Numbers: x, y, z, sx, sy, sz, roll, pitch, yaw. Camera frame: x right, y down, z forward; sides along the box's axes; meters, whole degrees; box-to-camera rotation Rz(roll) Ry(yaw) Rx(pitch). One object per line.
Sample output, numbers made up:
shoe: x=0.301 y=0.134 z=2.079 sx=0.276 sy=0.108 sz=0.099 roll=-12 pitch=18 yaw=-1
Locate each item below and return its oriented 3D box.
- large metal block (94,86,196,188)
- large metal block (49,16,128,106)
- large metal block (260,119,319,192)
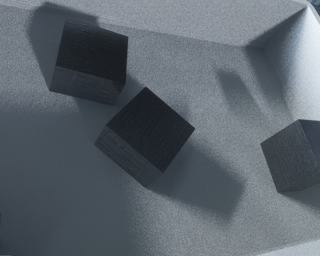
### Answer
large metal block: x=-0.017 y=0.010 z=0.374 sx=0.080 sy=0.050 sz=0.080 roll=41 pitch=51 yaw=-1
large metal block: x=-0.088 y=-0.083 z=0.392 sx=0.081 sy=0.050 sz=0.080 roll=13 pitch=57 yaw=-21
large metal block: x=0.205 y=0.042 z=0.455 sx=0.050 sy=0.080 sz=0.080 roll=3 pitch=61 yaw=-27
